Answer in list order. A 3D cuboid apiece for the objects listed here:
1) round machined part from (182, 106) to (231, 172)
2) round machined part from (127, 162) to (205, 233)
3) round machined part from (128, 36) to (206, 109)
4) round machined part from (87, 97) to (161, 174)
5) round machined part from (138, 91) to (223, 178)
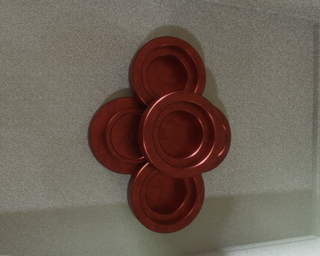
[{"bbox_3d":[0.056,0.013,0.421,0.099,0.042,0.097,0,90,-21],"label":"round machined part"},{"bbox_3d":[0.005,0.082,0.402,0.099,0.042,0.097,0,90,-21],"label":"round machined part"},{"bbox_3d":[0.006,-0.065,0.402,0.099,0.042,0.097,0,90,-21],"label":"round machined part"},{"bbox_3d":[-0.038,0.010,0.386,0.099,0.042,0.097,0,90,-21],"label":"round machined part"},{"bbox_3d":[0.021,0.007,0.363,0.099,0.042,0.097,0,90,-21],"label":"round machined part"}]
